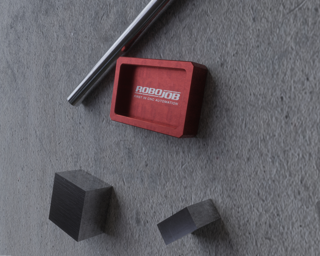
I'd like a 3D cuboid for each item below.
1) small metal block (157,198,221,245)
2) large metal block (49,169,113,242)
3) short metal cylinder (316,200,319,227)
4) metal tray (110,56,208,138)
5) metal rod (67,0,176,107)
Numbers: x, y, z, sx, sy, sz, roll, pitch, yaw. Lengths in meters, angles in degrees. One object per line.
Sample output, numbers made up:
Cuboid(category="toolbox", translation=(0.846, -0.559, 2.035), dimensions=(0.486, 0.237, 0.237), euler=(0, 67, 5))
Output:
Cuboid(category="small metal block", translation=(0.034, 0.108, 0.359), dimensions=(0.050, 0.050, 0.025), euler=(-41, 66, 32))
Cuboid(category="large metal block", translation=(-0.127, 0.119, 0.491), dimensions=(0.080, 0.050, 0.079), euler=(18, 101, 38))
Cuboid(category="short metal cylinder", translation=(0.166, 0.080, 0.232), dimensions=(0.080, 0.081, 0.050), euler=(-12, 83, 39))
Cuboid(category="metal tray", translation=(-0.007, -0.043, 0.405), dimensions=(0.130, 0.030, 0.089), euler=(14, 99, 38))
Cuboid(category="metal rod", translation=(-0.046, -0.125, 0.440), dimensions=(0.299, 0.025, 0.025), euler=(-39, 67, 33))
